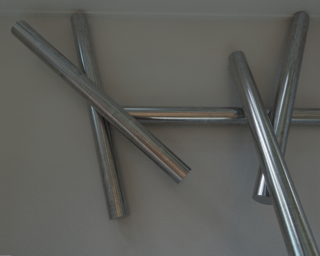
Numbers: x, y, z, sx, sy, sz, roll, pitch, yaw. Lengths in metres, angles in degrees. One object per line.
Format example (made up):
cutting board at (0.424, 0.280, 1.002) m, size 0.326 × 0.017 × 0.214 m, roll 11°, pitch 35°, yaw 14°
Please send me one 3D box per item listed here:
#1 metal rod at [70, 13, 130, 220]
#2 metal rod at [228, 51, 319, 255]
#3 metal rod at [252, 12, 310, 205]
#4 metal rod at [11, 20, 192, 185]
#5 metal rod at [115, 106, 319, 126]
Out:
metal rod at (-0.086, -0.029, 0.419) m, size 0.025 × 0.025 × 0.299 m, roll -14°, pitch 71°, yaw -5°
metal rod at (0.117, 0.010, 0.350) m, size 0.025 × 0.025 × 0.300 m, roll -2°, pitch 48°, yaw -1°
metal rod at (0.164, -0.044, 0.403) m, size 0.025 × 0.025 × 0.300 m, roll 20°, pitch 62°, yaw 7°
metal rod at (-0.081, -0.039, 0.395) m, size 0.300 × 0.025 × 0.025 m, roll 41°, pitch 75°, yaw 11°
metal rod at (0.092, -0.016, 0.416) m, size 0.302 × 0.025 × 0.025 m, roll 1°, pitch 70°, yaw 0°
